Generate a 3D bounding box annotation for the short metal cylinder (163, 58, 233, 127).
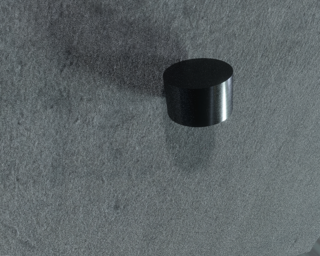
[{"bbox_3d":[0.046,-0.044,0.371,0.081,0.080,0.050,-21,127,-17],"label":"short metal cylinder"}]
